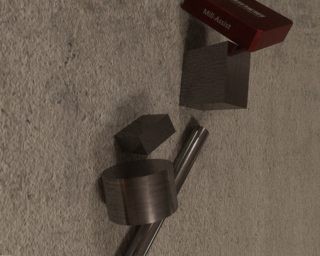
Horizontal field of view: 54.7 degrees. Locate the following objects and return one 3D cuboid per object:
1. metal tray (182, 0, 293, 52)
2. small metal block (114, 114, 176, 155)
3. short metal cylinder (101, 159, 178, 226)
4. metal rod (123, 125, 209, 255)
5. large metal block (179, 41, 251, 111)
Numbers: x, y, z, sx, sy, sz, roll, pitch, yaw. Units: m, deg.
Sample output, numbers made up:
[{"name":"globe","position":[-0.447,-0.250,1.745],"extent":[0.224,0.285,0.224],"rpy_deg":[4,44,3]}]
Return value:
[{"name":"metal tray","position":[0.108,-0.160,0.436],"extent":[0.091,0.130,0.030],"rpy_deg":[-25,147,-37]},{"name":"small metal block","position":[-0.018,0.007,0.375],"extent":[0.050,0.050,0.025],"rpy_deg":[-39,114,-33]},{"name":"short metal cylinder","position":[-0.022,0.069,0.352],"extent":[0.081,0.080,0.050],"rpy_deg":[-13,99,-40]},{"name":"metal rod","position":[-0.010,0.122,0.398],"extent":[0.025,0.025,0.300],"rpy_deg":[46,62,-31]},{"name":"large metal block","position":[0.076,-0.069,0.435],"extent":[0.050,0.080,0.080],"rpy_deg":[8,85,-40]}]
